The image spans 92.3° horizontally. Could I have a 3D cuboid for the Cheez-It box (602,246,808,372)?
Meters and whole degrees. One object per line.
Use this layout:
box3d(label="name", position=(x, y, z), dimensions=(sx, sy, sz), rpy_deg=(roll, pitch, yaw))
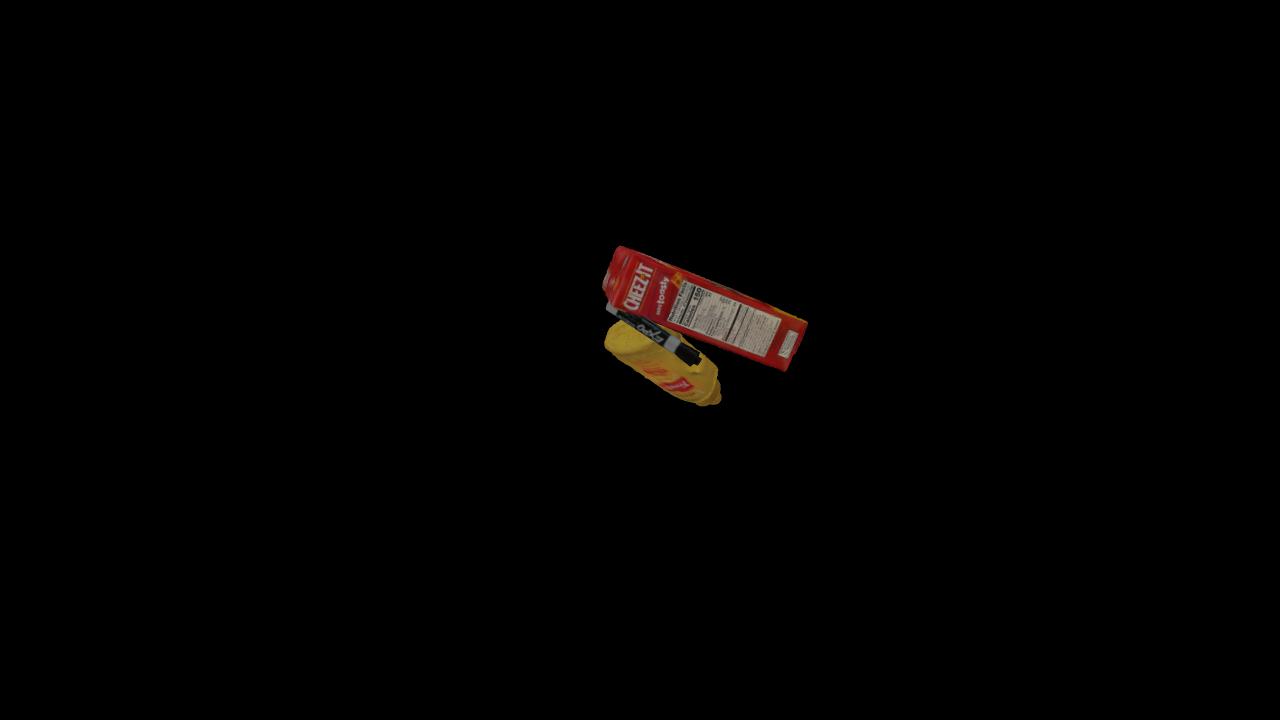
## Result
box3d(label="Cheez-It box", position=(0.069, -0.068, 0.757), dimensions=(0.223, 0.071, 0.166), rpy_deg=(21, 9, -12))

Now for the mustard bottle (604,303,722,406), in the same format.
box3d(label="mustard bottle", position=(0.046, 0.010, 0.761), dimensions=(0.092, 0.054, 0.184), rpy_deg=(-13, -36, 37))

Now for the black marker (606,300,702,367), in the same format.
box3d(label="black marker", position=(0.015, -0.031, 0.673), dimensions=(0.121, 0.020, 0.020), rpy_deg=(34, 8, 12))
